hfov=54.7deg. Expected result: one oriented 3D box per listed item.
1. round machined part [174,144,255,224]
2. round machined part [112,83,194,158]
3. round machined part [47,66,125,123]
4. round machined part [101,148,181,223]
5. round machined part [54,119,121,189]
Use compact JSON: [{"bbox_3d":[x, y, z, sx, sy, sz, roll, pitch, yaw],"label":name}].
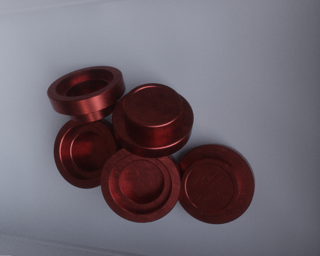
[{"bbox_3d":[0.064,0.069,0.376,0.098,0.042,0.097,0,90,19],"label":"round machined part"},{"bbox_3d":[-0.008,-0.016,0.373,0.099,0.042,0.098,1,53,-1],"label":"round machined part"},{"bbox_3d":[-0.094,-0.043,0.413,0.098,0.098,0.042,3,126,19],"label":"round machined part"},{"bbox_3d":[-0.021,0.066,0.394,0.099,0.042,0.097,1,96,6],"label":"round machined part"},{"bbox_3d":[-0.094,0.032,0.431,0.098,0.042,0.097,0,90,19],"label":"round machined part"}]
